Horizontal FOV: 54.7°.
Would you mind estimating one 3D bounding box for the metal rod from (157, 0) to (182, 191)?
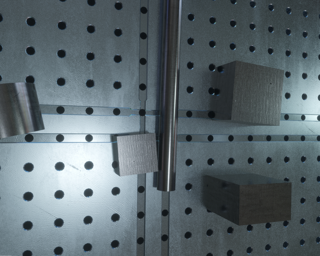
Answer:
[{"bbox_3d":[0.014,-0.066,0.418,0.025,0.025,0.298,2,89,-20],"label":"metal rod"}]

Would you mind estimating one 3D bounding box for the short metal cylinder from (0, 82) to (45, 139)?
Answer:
[{"bbox_3d":[-0.167,-0.015,0.322,0.081,0.080,0.050,-13,95,-20],"label":"short metal cylinder"}]

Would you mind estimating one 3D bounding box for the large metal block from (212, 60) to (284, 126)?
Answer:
[{"bbox_3d":[0.126,-0.047,0.448,0.081,0.050,0.080,6,88,-20],"label":"large metal block"}]

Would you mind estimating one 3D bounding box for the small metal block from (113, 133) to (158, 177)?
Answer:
[{"bbox_3d":[-0.032,0.033,0.402,0.050,0.025,0.050,-5,92,-20],"label":"small metal block"}]

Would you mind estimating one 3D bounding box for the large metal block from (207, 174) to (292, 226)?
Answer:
[{"bbox_3d":[0.121,0.095,0.430,0.081,0.080,0.050,1,90,-20],"label":"large metal block"}]
